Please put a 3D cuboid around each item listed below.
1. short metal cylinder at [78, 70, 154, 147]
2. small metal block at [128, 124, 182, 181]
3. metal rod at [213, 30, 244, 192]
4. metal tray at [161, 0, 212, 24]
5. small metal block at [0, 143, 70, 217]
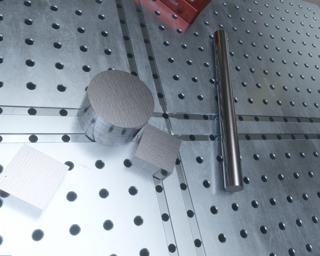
[{"bbox_3d":[-0.054,-0.024,0.377,0.081,0.050,0.080,14,56,-21],"label":"short metal cylinder"},{"bbox_3d":[-0.006,0.030,0.387,0.050,0.025,0.050,27,52,-11],"label":"small metal block"},{"bbox_3d":[0.105,-0.045,0.491,0.025,0.025,0.300,16,55,-19],"label":"metal rod"},{"bbox_3d":[0.033,-0.264,0.583,0.130,0.030,0.090,38,51,-3],"label":"metal tray"},{"bbox_3d":[-0.127,0.052,0.308,0.050,0.025,0.050,30,52,-9],"label":"small metal block"}]
